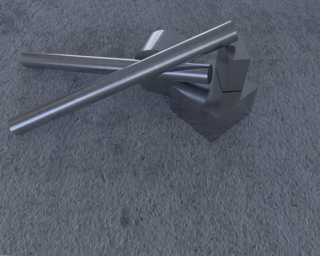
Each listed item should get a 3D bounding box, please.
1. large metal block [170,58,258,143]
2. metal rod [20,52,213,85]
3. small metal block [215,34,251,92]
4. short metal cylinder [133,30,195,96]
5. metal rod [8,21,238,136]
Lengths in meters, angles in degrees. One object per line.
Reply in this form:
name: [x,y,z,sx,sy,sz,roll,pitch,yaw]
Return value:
large metal block: [0.070,-0.039,0.421,0.080,0.050,0.080,-35,58,-25]
metal rod: [-0.076,-0.088,0.441,0.301,0.025,0.025,9,50,22]
small metal block: [0.090,-0.082,0.390,0.025,0.050,0.050,-4,51,-3]
short metal cylinder: [0.005,-0.093,0.449,0.080,0.080,0.050,16,52,13]
metal rod: [-0.051,-0.058,0.384,0.301,0.025,0.025,-22,51,8]
